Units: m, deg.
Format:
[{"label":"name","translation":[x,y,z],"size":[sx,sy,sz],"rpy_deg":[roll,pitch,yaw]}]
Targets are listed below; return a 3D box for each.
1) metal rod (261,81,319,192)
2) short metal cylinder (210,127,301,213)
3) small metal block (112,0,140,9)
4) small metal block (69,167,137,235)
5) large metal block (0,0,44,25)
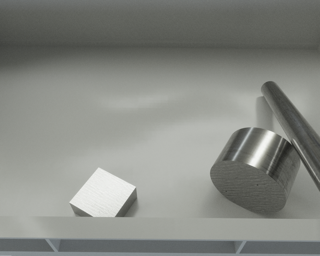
[{"label":"metal rod","translation":[0.144,0.003,0.322],"size":[0.025,0.025,0.301],"rpy_deg":[6,24,5]},{"label":"short metal cylinder","translation":[0.101,0.046,0.332],"size":[0.080,0.080,0.050],"rpy_deg":[26,55,19]},{"label":"small metal block","translation":[-0.073,-0.274,0.637],"size":[0.050,0.025,0.050],"rpy_deg":[-17,52,-14]},{"label":"small metal block","translation":[-0.060,0.079,0.338],"size":[0.050,0.025,0.050],"rpy_deg":[24,54,18]},{"label":"large metal block","translation":[-0.285,-0.247,0.596],"size":[0.080,0.050,0.080],"rpy_deg":[9,51,6]}]
